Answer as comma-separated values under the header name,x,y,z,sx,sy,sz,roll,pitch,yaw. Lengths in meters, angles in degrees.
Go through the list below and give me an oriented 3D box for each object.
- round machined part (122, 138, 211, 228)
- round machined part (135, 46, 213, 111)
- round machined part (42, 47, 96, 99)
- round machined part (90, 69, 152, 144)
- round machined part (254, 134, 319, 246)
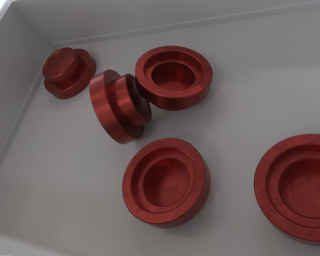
name,x,y,z,sx,sy,sz,roll,pitch,yaw
round machined part,0.010,0.064,0.350,0.098,0.042,0.098,-13,56,21
round machined part,0.017,-0.061,0.407,0.099,0.042,0.098,2,52,-2
round machined part,-0.166,-0.103,0.545,0.098,0.042,0.098,-13,56,21
round machined part,-0.044,-0.031,0.401,0.042,0.098,0.098,-22,54,16
round machined part,0.141,0.058,0.285,0.098,0.042,0.098,-13,56,21
